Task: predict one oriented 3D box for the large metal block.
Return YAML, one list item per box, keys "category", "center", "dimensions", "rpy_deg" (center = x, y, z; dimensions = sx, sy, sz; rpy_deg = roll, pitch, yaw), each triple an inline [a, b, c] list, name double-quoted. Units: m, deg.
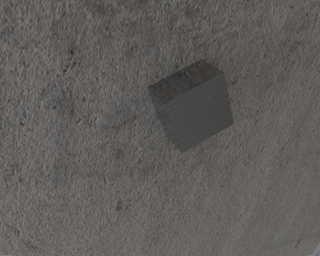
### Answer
- category: "large metal block"
  center: [0.041, -0.028, 0.395]
  dimensions: [0.080, 0.050, 0.080]
  rpy_deg: [-29, 128, -10]
